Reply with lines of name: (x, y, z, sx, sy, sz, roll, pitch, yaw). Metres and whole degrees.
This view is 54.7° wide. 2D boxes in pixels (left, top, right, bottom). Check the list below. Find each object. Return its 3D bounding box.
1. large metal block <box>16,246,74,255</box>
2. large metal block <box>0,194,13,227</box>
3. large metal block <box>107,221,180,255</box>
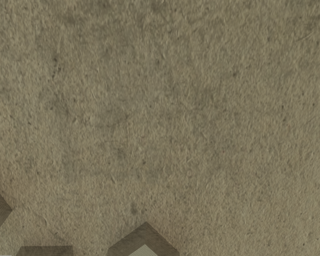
large metal block: (-0.178, 0.232, 0.480, 0.081, 0.050, 0.079, -1, 110, 0)
large metal block: (-0.261, 0.114, 0.419, 0.050, 0.080, 0.080, -24, 109, 8)
large metal block: (-0.025, 0.205, 0.472, 0.080, 0.050, 0.080, -39, 106, 12)
